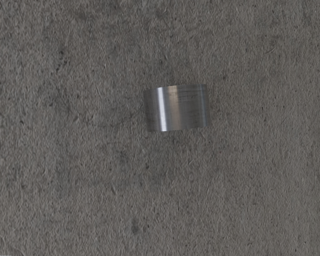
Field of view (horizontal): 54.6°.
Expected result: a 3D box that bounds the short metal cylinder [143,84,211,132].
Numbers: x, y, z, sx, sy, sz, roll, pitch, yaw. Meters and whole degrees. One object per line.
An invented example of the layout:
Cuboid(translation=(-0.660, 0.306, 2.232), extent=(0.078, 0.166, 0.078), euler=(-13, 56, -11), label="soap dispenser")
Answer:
Cuboid(translation=(0.021, -0.025, 0.387), extent=(0.081, 0.080, 0.050), euler=(-7, 93, -20), label="short metal cylinder")
